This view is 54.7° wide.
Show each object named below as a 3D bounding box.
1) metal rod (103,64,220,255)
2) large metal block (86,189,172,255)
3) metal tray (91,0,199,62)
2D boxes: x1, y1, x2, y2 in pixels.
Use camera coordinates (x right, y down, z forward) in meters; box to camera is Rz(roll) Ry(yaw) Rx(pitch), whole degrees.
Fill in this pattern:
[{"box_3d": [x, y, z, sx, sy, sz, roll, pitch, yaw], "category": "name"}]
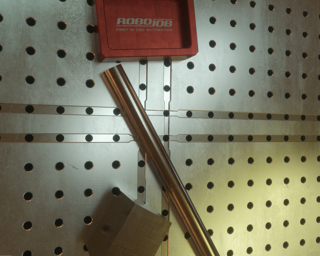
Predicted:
[{"box_3d": [0.007, 0.056, 0.416, 0.025, 0.025, 0.299, -30, 100, -18], "category": "metal rod"}, {"box_3d": [-0.040, 0.127, 0.370, 0.050, 0.080, 0.080, 33, 79, -17], "category": "large metal block"}, {"box_3d": [-0.018, -0.135, 0.403, 0.131, 0.030, 0.089, -7, 92, -20], "category": "metal tray"}]
